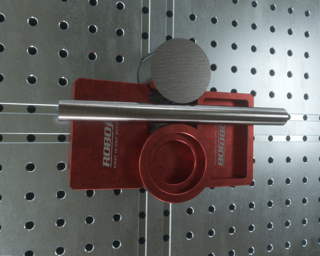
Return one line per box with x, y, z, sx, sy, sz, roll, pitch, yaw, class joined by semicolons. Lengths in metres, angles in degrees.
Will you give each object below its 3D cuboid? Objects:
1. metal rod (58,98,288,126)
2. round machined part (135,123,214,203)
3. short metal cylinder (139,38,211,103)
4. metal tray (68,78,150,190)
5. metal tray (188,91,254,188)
0.032;-0.018;0.388;0.303;0.025;0.025;1;90;-20;metal rod
0.015;0.043;0.396;0.099;0.042;0.097;0;90;-20;round machined part
0.018;-0.070;0.402;0.081;0.050;0.079;0;90;-20;short metal cylinder
-0.063;0.008;0.382;0.091;0.030;0.129;3;89;-20;metal tray
0.086;0.016;0.437;0.091;0.030;0.129;1;90;-20;metal tray
